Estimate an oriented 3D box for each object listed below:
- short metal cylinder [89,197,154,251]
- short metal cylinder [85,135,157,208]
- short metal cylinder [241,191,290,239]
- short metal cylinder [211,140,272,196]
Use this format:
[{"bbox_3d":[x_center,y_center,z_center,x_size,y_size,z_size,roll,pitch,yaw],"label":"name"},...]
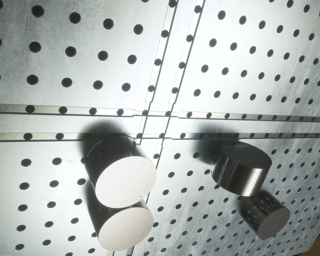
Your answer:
[{"bbox_3d":[-0.056,0.129,0.446,0.081,0.050,0.079,-14,125,-21],"label":"short metal cylinder"},{"bbox_3d":[-0.051,0.057,0.403,0.081,0.050,0.079,-14,125,-21],"label":"short metal cylinder"},{"bbox_3d":[0.212,0.175,0.623,0.081,0.050,0.079,-14,124,-21],"label":"short metal cylinder"},{"bbox_3d":[0.127,0.061,0.485,0.081,0.080,0.050,-1,119,-29],"label":"short metal cylinder"}]
